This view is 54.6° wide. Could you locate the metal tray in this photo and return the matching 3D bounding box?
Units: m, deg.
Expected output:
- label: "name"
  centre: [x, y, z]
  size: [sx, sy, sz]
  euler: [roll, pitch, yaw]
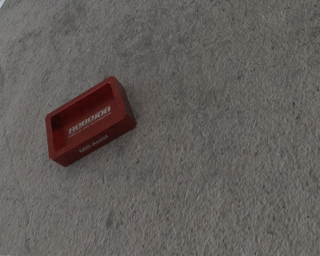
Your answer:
- label: "metal tray"
  centre: [-0.107, -0.011, 0.464]
  size: [0.130, 0.030, 0.090]
  euler: [-29, 52, 9]
